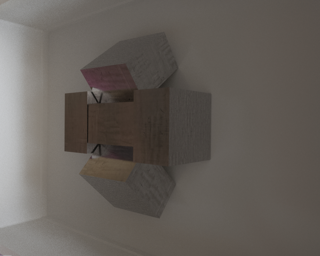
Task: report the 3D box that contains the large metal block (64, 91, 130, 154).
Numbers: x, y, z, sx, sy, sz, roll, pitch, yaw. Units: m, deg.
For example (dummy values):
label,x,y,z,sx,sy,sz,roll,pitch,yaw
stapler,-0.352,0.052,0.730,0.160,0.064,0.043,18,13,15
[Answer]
label,x,y,z,sx,sy,sz,roll,pitch,yaw
large metal block,-0.086,-0.007,0.441,0.050,0.081,0.080,1,91,40

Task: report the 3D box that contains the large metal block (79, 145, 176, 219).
label,x,y,z,sx,sy,sz,roll,pitch,yaw
large metal block,-0.040,0.065,0.393,0.080,0.080,0.050,1,49,39

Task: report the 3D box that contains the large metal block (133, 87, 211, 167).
label,x,y,z,sx,sy,sz,roll,pitch,yaw
large metal block,0.016,-0.002,0.357,0.050,0.081,0.080,1,91,40

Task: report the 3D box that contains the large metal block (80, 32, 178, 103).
label,x,y,z,sx,sy,sz,roll,pitch,yaw
large metal block,-0.037,-0.075,0.392,0.080,0.080,0.050,2,129,40

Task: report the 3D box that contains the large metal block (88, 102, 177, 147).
label,x,y,z,sx,sy,sz,roll,pitch,yaw
large metal block,-0.034,-0.005,0.398,0.080,0.081,0.050,1,91,40
